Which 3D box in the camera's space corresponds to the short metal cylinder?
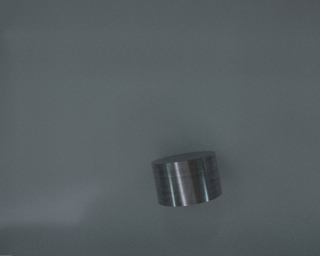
[{"bbox_3d":[0.033,0.061,0.384,0.080,0.080,0.050,-10,90,0],"label":"short metal cylinder"}]
